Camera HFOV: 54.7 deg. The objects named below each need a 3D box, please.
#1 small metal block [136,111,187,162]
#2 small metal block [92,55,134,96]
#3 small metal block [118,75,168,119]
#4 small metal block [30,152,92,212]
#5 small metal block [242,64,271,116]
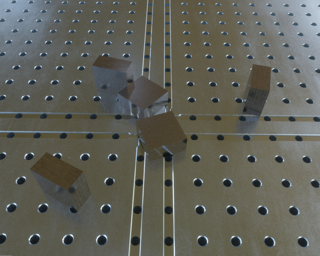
[{"bbox_3d":[0.001,0.010,0.400,0.050,0.025,0.050,-16,52,-14],"label":"small metal block"},{"bbox_3d":[-0.067,-0.075,0.453,0.050,0.050,0.025,13,51,11],"label":"small metal block"},{"bbox_3d":[-0.024,-0.043,0.443,0.050,0.025,0.050,34,58,25],"label":"small metal block"},{"bbox_3d":[-0.107,0.060,0.340,0.050,0.050,0.025,23,54,18],"label":"small metal block"},{"bbox_3d":[0.137,-0.053,0.438,0.025,0.050,0.050,12,51,9],"label":"small metal block"}]
